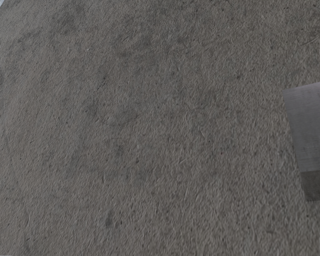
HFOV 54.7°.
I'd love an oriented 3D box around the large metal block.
[{"bbox_3d":[0.149,0.014,0.282,0.050,0.080,0.080,-12,57,22],"label":"large metal block"}]
